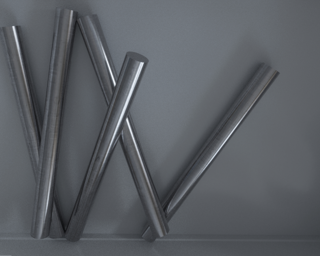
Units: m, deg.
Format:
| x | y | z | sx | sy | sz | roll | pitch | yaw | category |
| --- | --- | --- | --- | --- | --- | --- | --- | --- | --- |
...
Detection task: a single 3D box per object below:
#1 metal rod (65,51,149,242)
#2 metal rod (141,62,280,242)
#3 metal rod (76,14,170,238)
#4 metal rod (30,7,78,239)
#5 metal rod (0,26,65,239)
| x | y | z | sx | sy | sz | roll | pitch | yaw | category |
| --- | --- | --- | --- | --- | --- | --- | --- | --- | --- |
| -0.078 | 0.044 | 0.399 | 0.025 | 0.025 | 0.298 | 20 | 119 | -8 | metal rod |
| 0.060 | 0.045 | 0.428 | 0.025 | 0.025 | 0.299 | 30 | 107 | -11 | metal rod |
| -0.042 | 0.008 | 0.400 | 0.025 | 0.025 | 0.298 | -16 | 104 | 6 | metal rod |
| -0.137 | 0.005 | 0.394 | 0.025 | 0.025 | 0.298 | 11 | 104 | -4 | metal rod |
| -0.167 | 0.020 | 0.416 | 0.025 | 0.025 | 0.298 | -4 | 110 | 1 | metal rod |
